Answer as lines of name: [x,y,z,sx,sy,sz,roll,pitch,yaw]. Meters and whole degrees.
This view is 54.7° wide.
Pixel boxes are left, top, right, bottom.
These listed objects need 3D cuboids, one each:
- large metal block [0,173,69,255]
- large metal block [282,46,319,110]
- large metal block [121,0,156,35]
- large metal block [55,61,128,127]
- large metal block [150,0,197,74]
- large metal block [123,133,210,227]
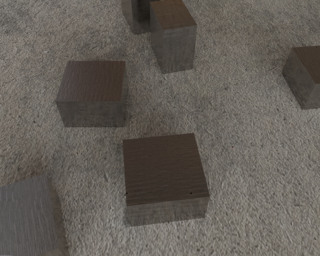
large metal block: [-0.139,0.101,0.301,0.081,0.050,0.080,-16,52,-13]
large metal block: [0.239,-0.076,0.452,0.081,0.050,0.080,-5,50,-4]
large metal block: [-0.037,-0.228,0.559,0.050,0.080,0.080,-15,52,-12]
large metal block: [-0.089,-0.047,0.426,0.081,0.050,0.080,0,50,0]
large metal block: [0.019,-0.145,0.489,0.050,0.080,0.080,-11,51,-9]
large metal block: [0.004,0.056,0.340,0.081,0.050,0.080,-5,50,-5]
